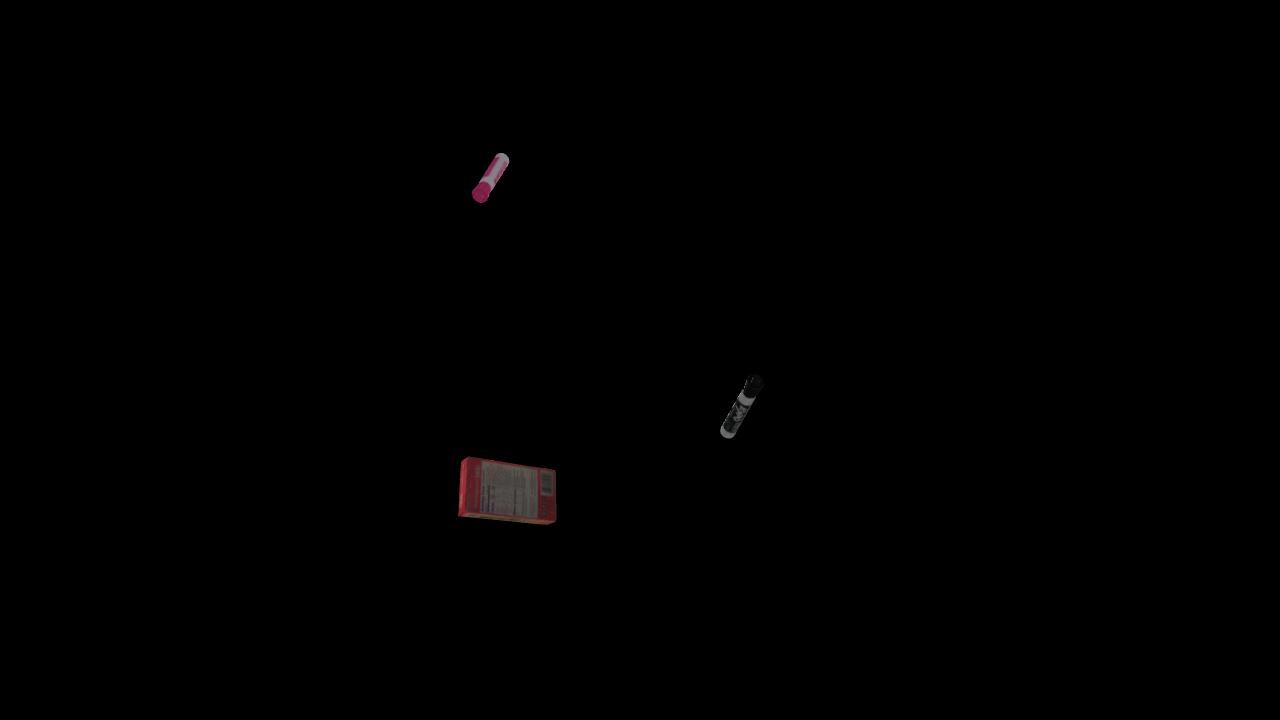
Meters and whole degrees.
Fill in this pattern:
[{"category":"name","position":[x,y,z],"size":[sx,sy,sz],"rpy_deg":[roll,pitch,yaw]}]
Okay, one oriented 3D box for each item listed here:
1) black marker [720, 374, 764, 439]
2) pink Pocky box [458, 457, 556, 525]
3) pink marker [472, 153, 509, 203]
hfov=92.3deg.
[{"category":"black marker","position":[0.114,0.053,0.692],"size":[0.020,0.020,0.121],"rpy_deg":[0,-34,-10]},{"category":"pink Pocky box","position":[-0.199,0.201,0.937],"size":[0.155,0.084,0.029],"rpy_deg":[18,-35,-37]},{"category":"pink marker","position":[-0.182,-0.224,0.754],"size":[0.020,0.020,0.121],"rpy_deg":[0,38,4]}]
